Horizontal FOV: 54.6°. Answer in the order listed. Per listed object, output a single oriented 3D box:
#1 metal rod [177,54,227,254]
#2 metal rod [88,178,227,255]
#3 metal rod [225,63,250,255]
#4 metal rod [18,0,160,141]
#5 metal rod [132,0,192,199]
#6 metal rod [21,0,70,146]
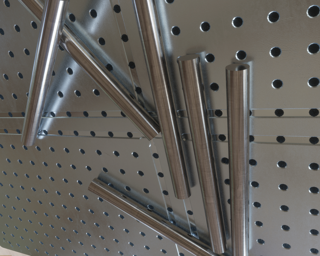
[{"bbox_3d":[0.061,0.052,0.411,0.025,0.025,0.298,2,119,27],"label":"metal rod"},{"bbox_3d":[0.014,0.167,0.507,0.301,0.025,0.025,29,128,10],"label":"metal rod"},{"bbox_3d":[0.102,0.066,0.398,0.025,0.025,0.298,6,121,25],"label":"metal rod"},{"bbox_3d":[-0.107,-0.101,0.405,0.300,0.025,0.025,47,129,-5],"label":"metal rod"},{"bbox_3d":[0.005,-0.035,0.387,0.025,0.025,0.298,2,120,27],"label":"metal rod"},{"bbox_3d":[-0.171,-0.062,0.442,0.025,0.025,0.298,39,136,2],"label":"metal rod"}]
